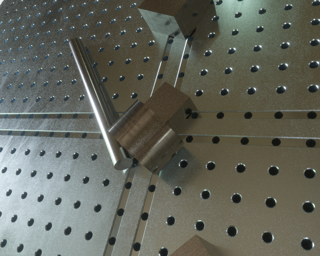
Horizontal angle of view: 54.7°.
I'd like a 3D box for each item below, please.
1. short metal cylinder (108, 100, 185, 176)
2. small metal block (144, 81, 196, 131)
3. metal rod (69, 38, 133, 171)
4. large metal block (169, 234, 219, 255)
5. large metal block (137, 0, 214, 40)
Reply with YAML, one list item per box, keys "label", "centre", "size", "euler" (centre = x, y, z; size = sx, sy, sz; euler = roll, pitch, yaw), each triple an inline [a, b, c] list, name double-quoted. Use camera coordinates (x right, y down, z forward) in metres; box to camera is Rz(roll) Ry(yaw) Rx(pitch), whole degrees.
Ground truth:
- label: "short metal cylinder"
  centre: [-0.016, 0.011, 0.373]
  size: [0.050, 0.080, 0.080]
  euler: [-46, 52, -4]
- label: "small metal block"
  centre: [0.011, -0.028, 0.419]
  size: [0.050, 0.025, 0.050]
  euler: [-47, 52, -5]
- label: "metal rod"
  centre: [-0.103, -0.056, 0.494]
  size: [0.025, 0.025, 0.300]
  euler: [-33, 52, 6]
- label: "large metal block"
  centre: [0.031, 0.158, 0.278]
  size: [0.080, 0.050, 0.080]
  euler: [-39, 51, 1]
- label: "large metal block"
  centre: [0.026, -0.196, 0.498]
  size: [0.080, 0.050, 0.080]
  euler: [29, 77, 37]
